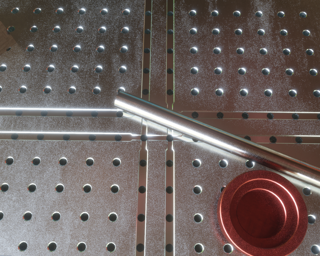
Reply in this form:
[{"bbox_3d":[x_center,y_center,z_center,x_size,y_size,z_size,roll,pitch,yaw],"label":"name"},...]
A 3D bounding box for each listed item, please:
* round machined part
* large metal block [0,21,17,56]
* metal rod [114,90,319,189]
[{"bbox_3d":[0.117,0.102,0.366,0.099,0.042,0.098,0,70,0],"label":"round machined part"},{"bbox_3d":[-0.275,-0.134,0.445,0.080,0.050,0.080,39,74,13],"label":"large metal block"},{"bbox_3d":[0.082,0.015,0.406,0.301,0.025,0.025,22,72,7],"label":"metal rod"}]
